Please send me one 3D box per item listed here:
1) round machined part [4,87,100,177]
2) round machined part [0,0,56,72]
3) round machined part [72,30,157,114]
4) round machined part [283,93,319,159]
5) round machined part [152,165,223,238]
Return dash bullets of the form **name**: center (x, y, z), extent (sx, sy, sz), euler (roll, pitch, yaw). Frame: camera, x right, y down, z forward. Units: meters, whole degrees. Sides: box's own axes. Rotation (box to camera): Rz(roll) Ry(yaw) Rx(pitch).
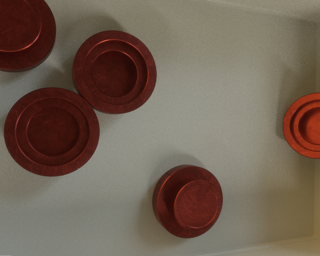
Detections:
- **round machined part**: center (-0.122, 0.004, 0.356), extent (0.099, 0.042, 0.097), euler (0, 91, -20)
- **round machined part**: center (-0.166, -0.113, 0.340), extent (0.099, 0.042, 0.097), euler (0, 90, -20)
- **round machined part**: center (-0.057, -0.065, 0.380), extent (0.099, 0.042, 0.097), euler (0, 90, -20)
- **round machined part**: center (0.243, -0.002, 0.469), extent (0.042, 0.098, 0.097), euler (7, 87, -51)
- **round machined part**: center (0.043, 0.100, 0.417), extent (0.099, 0.042, 0.097), euler (0, 90, -20)
